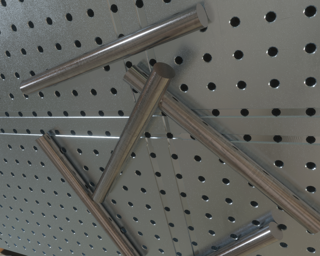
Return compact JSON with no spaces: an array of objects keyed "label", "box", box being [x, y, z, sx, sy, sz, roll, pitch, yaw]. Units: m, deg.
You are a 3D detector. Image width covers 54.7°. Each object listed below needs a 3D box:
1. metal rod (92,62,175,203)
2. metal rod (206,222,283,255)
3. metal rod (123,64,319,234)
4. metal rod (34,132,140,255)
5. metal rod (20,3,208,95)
[{"label":"metal rod","box":[-0.050,0.029,0.433,0.025,0.025,0.298,35,135,4]},{"label":"metal rod","box":[0.078,0.224,0.507,0.025,0.025,0.298,41,129,-1]},{"label":"metal rod","box":[0.078,0.025,0.384,0.300,0.025,0.025,39,129,1]},{"label":"metal rod","box":[-0.122,0.136,0.557,0.025,0.025,0.299,-23,106,36]},{"label":"metal rod","box":[-0.081,-0.089,0.396,0.300,0.025,0.025,-12,112,32]}]
